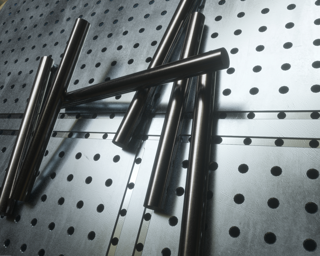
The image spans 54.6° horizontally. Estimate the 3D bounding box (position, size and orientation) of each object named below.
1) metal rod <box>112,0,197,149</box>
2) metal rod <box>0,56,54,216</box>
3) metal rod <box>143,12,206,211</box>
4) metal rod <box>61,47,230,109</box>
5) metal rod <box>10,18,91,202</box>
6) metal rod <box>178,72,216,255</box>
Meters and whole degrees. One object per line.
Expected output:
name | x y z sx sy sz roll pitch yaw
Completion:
metal rod | 0.002 -0.106 0.473 0.025 0.025 0.300 10 67 33
metal rod | -0.225 -0.003 0.529 0.025 0.025 0.300 -12 57 22
metal rod | 0.026 -0.039 0.419 0.025 0.025 0.300 0 61 28
metal rod | -0.047 -0.062 0.441 0.300 0.025 0.025 -9 58 35
metal rod | -0.168 -0.036 0.487 0.025 0.025 0.299 8 75 32
metal rod | 0.046 0.035 0.363 0.025 0.025 0.300 -5 59 26
